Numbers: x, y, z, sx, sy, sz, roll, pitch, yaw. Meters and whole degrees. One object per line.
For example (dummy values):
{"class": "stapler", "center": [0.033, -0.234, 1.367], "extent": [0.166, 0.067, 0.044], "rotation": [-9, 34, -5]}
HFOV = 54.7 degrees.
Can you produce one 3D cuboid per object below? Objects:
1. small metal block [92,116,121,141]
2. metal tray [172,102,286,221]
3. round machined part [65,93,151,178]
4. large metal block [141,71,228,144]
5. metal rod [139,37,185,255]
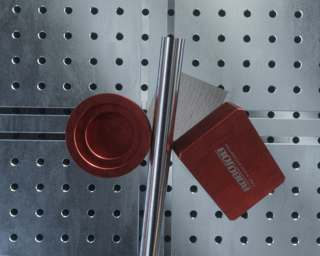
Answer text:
{"class": "small metal block", "center": [-0.073, -0.007, 0.410], "extent": [0.050, 0.025, 0.050], "rotation": [-22, 90, 0]}
{"class": "metal tray", "center": [0.087, 0.044, 0.383], "extent": [0.090, 0.030, 0.130], "rotation": [-38, 115, 0]}
{"class": "round machined part", "center": [-0.059, 0.009, 0.374], "extent": [0.099, 0.042, 0.097], "rotation": [0, 91, 3]}
{"class": "large metal block", "center": [0.030, -0.023, 0.398], "extent": [0.080, 0.050, 0.080], "rotation": [23, 90, 0]}
{"class": "metal rod", "center": [-0.001, 0.046, 0.370], "extent": [0.025, 0.025, 0.298], "rotation": [6, 106, 0]}
